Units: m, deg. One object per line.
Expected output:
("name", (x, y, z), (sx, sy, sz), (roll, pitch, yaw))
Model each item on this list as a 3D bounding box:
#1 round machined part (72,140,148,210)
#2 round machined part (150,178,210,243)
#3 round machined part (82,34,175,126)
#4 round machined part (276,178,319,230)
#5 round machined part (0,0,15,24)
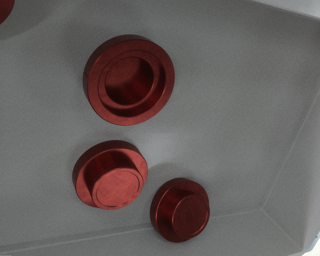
("round machined part", (-0.061, 0.068, 0.406), (0.099, 0.042, 0.097), (-14, 124, -21))
("round machined part", (0.038, 0.129, 0.476), (0.099, 0.042, 0.097), (-4, 97, -29))
("round machined part", (-0.037, -0.055, 0.343), (0.099, 0.042, 0.097), (-14, 124, -21))
("round machined part", (0.266, 0.147, 0.601), (0.042, 0.098, 0.097), (5, 116, -22))
("round machined part", (-0.162, -0.109, 0.220), (0.099, 0.042, 0.098), (-20, 166, -5))
